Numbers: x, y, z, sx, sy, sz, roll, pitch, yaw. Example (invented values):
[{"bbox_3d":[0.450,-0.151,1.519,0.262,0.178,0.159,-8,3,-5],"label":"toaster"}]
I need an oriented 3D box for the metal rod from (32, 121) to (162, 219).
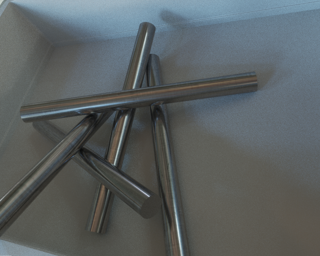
[{"bbox_3d":[-0.103,0.034,0.404,0.300,0.025,0.025,24,74,46],"label":"metal rod"}]

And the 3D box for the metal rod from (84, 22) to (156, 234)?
[{"bbox_3d":[-0.048,-0.014,0.419,0.025,0.025,0.299,1,68,28],"label":"metal rod"}]

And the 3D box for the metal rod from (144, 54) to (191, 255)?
[{"bbox_3d":[0.003,0.018,0.391,0.025,0.025,0.299,-19,54,16],"label":"metal rod"}]

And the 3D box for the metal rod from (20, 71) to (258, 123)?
[{"bbox_3d":[-0.032,-0.038,0.397,0.302,0.025,0.025,-7,57,6],"label":"metal rod"}]

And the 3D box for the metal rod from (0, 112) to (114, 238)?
[{"bbox_3d":[-0.126,0.047,0.340,0.025,0.025,0.301,-3,31,26],"label":"metal rod"}]
